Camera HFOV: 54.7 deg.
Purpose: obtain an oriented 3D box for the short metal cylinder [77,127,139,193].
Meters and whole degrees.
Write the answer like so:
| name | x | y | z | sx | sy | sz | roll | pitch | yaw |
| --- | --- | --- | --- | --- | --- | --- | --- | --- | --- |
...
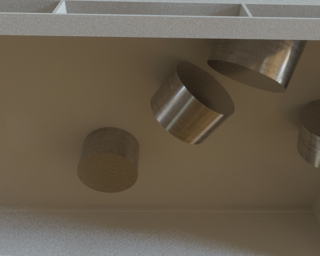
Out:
| name | x | y | z | sx | sy | sz | roll | pitch | yaw |
| --- | --- | --- | --- | --- | --- | --- | --- | --- | --- |
| short metal cylinder | -0.070 | 0.045 | 0.430 | 0.081 | 0.050 | 0.079 | 0 | 130 | 0 |

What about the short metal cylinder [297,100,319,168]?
| name | x | y | z | sx | sy | sz | roll | pitch | yaw |
| --- | --- | --- | --- | --- | --- | --- | --- | --- | --- |
| short metal cylinder | 0.215 | 0.007 | 0.383 | 0.080 | 0.080 | 0.050 | -9 | 130 | 7 |

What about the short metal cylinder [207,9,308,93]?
| name | x | y | z | sx | sy | sz | roll | pitch | yaw |
| --- | --- | --- | --- | --- | --- | --- | --- | --- | --- |
| short metal cylinder | 0.093 | -0.073 | 0.303 | 0.080 | 0.080 | 0.050 | 22 | 93 | -18 |

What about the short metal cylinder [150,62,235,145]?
| name | x | y | z | sx | sy | sz | roll | pitch | yaw |
| --- | --- | --- | --- | --- | --- | --- | --- | --- | --- |
| short metal cylinder | 0.037 | -0.028 | 0.350 | 0.080 | 0.080 | 0.050 | 27 | 125 | -21 |
